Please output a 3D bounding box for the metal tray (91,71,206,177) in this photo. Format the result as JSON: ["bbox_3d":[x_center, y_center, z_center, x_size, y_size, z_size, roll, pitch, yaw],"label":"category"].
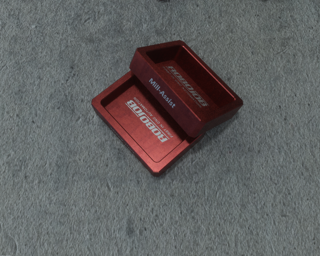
[{"bbox_3d":[-0.015,-0.012,0.409,0.090,0.030,0.130,-40,75,-14],"label":"metal tray"}]

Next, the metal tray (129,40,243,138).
[{"bbox_3d":[0.034,-0.056,0.401,0.091,0.030,0.130,-24,66,-41],"label":"metal tray"}]
